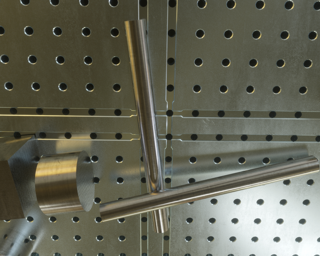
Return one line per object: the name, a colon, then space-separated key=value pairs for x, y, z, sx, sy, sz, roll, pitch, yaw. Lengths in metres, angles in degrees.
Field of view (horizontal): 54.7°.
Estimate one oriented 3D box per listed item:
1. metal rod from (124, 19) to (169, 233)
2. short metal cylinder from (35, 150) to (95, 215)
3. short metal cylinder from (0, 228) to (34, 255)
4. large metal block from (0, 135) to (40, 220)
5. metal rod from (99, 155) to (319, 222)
metal rod: x=-0.015 y=0.012 z=0.417 sx=0.025 sy=0.025 sz=0.298 roll=-6 pitch=110 yaw=2
short metal cylinder: x=-0.122 y=0.072 z=0.409 sx=0.050 sy=0.080 sz=0.079 roll=-7 pitch=110 yaw=2
short metal cylinder: x=-0.243 y=0.202 z=0.472 sx=0.081 sy=0.050 sz=0.079 roll=0 pitch=110 yaw=0
large metal block: x=-0.195 y=0.062 z=0.405 sx=0.050 sy=0.080 sz=0.079 roll=-5 pitch=110 yaw=2
metal rod: x=0.069 y=0.083 z=0.425 sx=0.302 sy=0.025 sz=0.025 roll=-12 pitch=110 yaw=-3
